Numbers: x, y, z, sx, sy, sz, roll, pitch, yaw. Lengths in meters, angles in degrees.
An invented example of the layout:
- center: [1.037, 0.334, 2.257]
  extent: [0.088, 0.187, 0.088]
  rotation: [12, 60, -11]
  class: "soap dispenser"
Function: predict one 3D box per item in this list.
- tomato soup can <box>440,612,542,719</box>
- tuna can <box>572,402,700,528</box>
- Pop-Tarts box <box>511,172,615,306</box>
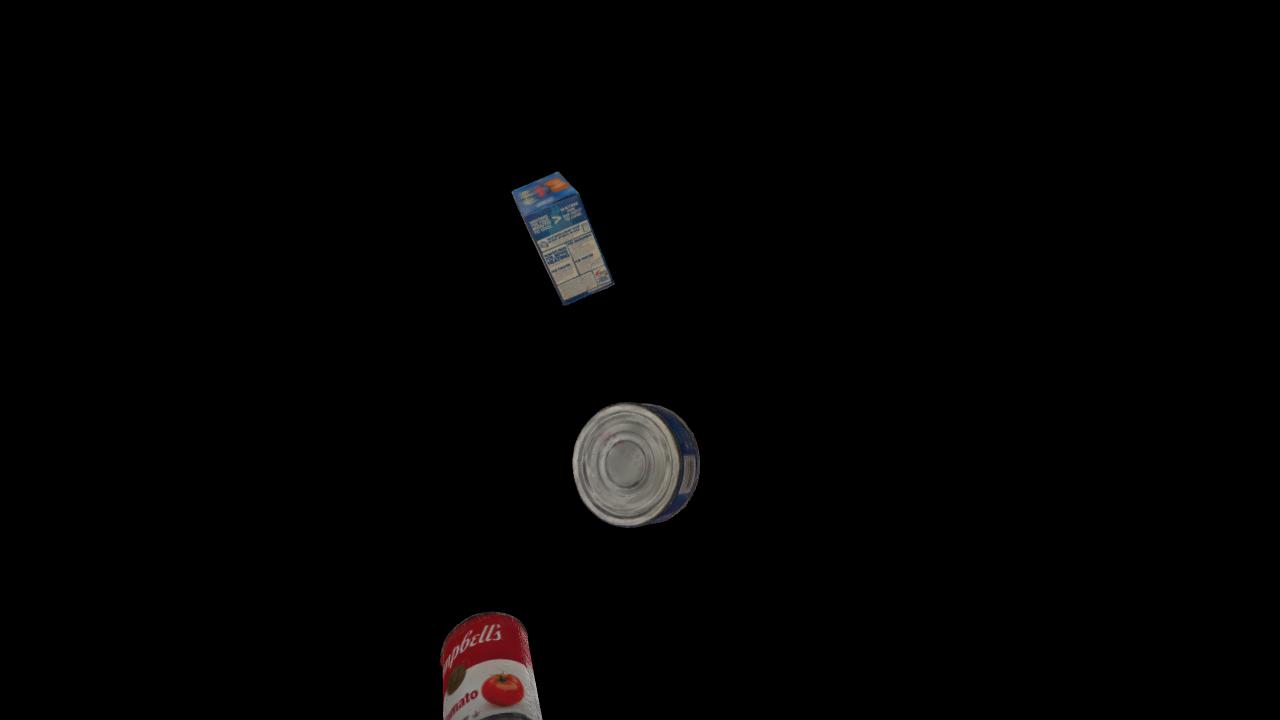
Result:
- center: [-0.108, 0.244, 0.443]
  extent: [0.068, 0.068, 0.101]
  rotation: [0, 19, -19]
  class: "tomato soup can"
- center: [-0.004, 0.071, 0.419]
  extent: [0.084, 0.084, 0.034]
  rotation: [0, -7, 26]
  class: "tuna can"
- center: [-0.114, -0.180, 0.893]
  extent: [0.083, 0.141, 0.167]
  rotation: [-25, 30, -5]
  class: "Pop-Tarts box"
